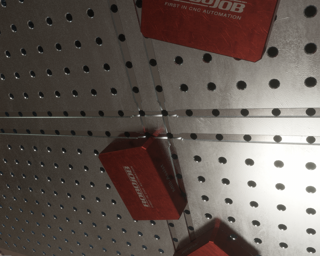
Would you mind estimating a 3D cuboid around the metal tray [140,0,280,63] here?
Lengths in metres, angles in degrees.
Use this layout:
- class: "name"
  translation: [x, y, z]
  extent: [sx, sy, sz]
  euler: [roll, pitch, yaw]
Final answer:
- class: "metal tray"
  translation: [0.047, -0.125, 0.305]
  extent: [0.130, 0.030, 0.089]
  euler: [18, 126, 17]

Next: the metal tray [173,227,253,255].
- class: "metal tray"
  translation: [0.083, 0.223, 0.501]
  extent: [0.090, 0.030, 0.129]
  euler: [40, 129, 0]

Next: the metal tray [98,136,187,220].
- class: "metal tray"
  translation: [-0.026, 0.080, 0.470]
  extent: [0.090, 0.030, 0.129]
  euler: [-12, 113, 33]
